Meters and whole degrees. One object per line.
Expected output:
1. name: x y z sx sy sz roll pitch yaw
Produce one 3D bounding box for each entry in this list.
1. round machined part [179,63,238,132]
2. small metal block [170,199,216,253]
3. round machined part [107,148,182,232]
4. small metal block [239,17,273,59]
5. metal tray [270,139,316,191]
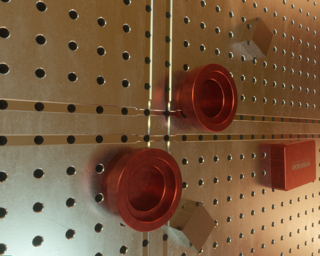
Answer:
1. round machined part: 0.067 -0.043 0.454 0.099 0.042 0.097 0 90 -40
2. small metal block: 0.049 0.142 0.450 0.050 0.025 0.050 -49 119 -29
3. round machined part: -0.022 0.073 0.379 0.099 0.042 0.097 0 90 -40
4. small metal block: 0.173 -0.160 0.553 0.050 0.025 0.050 35 69 -35
5. metal tray: 0.277 0.073 0.638 0.131 0.030 0.089 -4 93 -40
